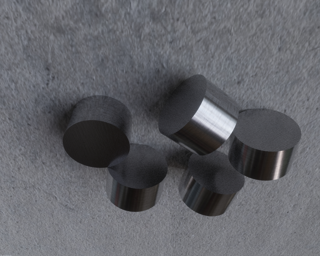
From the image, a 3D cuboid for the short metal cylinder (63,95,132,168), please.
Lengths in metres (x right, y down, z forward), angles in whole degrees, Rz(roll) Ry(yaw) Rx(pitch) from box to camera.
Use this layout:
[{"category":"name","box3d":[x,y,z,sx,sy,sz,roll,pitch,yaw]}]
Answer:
[{"category":"short metal cylinder","box3d":[-0.077,0.005,0.394,0.081,0.050,0.079,0,130,0]}]

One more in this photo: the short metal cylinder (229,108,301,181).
[{"category":"short metal cylinder","box3d":[0.129,0.019,0.390,0.081,0.080,0.050,-2,130,1]}]

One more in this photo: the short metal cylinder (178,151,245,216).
[{"category":"short metal cylinder","box3d":[0.071,0.076,0.437,0.081,0.080,0.050,10,129,-9]}]

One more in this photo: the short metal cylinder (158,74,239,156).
[{"category":"short metal cylinder","box3d":[0.043,-0.015,0.359,0.050,0.080,0.080,33,123,-25]}]

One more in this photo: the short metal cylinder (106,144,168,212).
[{"category":"short metal cylinder","box3d":[-0.033,0.068,0.428,0.081,0.080,0.050,7,130,-6]}]
